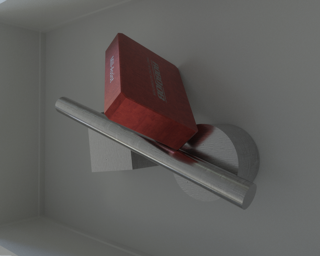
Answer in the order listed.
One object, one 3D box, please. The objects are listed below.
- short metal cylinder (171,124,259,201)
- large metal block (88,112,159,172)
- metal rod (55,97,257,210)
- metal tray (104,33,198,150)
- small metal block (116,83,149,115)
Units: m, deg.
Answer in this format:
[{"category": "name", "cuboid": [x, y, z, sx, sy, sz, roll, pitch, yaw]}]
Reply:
[{"category": "short metal cylinder", "cuboid": [0.060, 0.035, 0.338, 0.080, 0.050, 0.079, 0, 90, 39]}, {"category": "large metal block", "cuboid": [-0.053, 0.017, 0.430, 0.080, 0.050, 0.080, -10, 84, 39]}, {"category": "metal rod", "cuboid": [-0.031, 0.013, 0.363, 0.300, 0.025, 0.025, 23, 105, 37]}, {"category": "metal tray", "cuboid": [-0.013, -0.044, 0.340, 0.030, 0.090, 0.130, -48, 32, 28]}, {"category": "small metal block", "cuboid": [-0.029, -0.044, 0.383, 0.050, 0.025, 0.050, -3, 52, 13]}]
